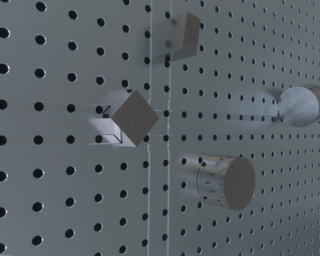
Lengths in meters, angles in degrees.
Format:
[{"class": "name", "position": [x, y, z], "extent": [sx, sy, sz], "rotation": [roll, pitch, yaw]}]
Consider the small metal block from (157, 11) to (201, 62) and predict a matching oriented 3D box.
[{"class": "small metal block", "position": [0.025, -0.120, 0.414], "extent": [0.025, 0.050, 0.050], "rotation": [12, 82, -40]}]

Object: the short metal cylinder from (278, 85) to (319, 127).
[{"class": "short metal cylinder", "position": [0.284, -0.045, 0.612], "extent": [0.050, 0.080, 0.079], "rotation": [-14, 99, -39]}]

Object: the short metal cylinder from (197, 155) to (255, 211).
[{"class": "short metal cylinder", "position": [0.104, 0.083, 0.481], "extent": [0.081, 0.050, 0.079], "rotation": [0, 91, -41]}]

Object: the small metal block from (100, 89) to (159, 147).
[{"class": "small metal block", "position": [-0.036, -0.012, 0.379], "extent": [0.050, 0.025, 0.050], "rotation": [51, 60, -28]}]
